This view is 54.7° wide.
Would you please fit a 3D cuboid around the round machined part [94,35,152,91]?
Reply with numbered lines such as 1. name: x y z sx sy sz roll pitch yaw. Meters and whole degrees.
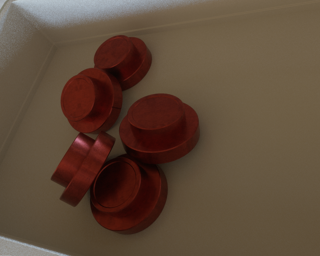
1. round machined part: -0.066 -0.110 0.497 0.098 0.042 0.098 -13 56 21

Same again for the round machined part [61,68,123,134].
1. round machined part: -0.106 -0.041 0.454 0.098 0.042 0.097 -4 82 31

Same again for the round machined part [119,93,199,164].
1. round machined part: -0.002 -0.006 0.378 0.098 0.042 0.098 -6 41 6

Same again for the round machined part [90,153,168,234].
1. round machined part: -0.044 0.074 0.373 0.098 0.042 0.098 -13 56 21

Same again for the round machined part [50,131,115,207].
1. round machined part: -0.099 0.044 0.385 0.098 0.042 0.098 -55 10 16
